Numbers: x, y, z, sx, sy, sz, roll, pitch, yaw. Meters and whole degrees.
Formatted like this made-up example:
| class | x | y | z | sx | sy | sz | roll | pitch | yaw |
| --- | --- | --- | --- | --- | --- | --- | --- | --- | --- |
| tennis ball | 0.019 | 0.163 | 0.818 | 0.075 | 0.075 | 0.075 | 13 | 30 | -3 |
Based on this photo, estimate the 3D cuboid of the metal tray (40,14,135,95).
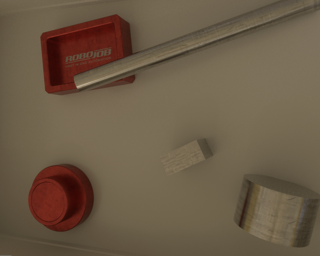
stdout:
| class | x | y | z | sx | sy | sz | roll | pitch | yaw |
| --- | --- | --- | --- | --- | --- | --- | --- | --- | --- |
| metal tray | -0.105 | -0.101 | 0.443 | 0.130 | 0.030 | 0.089 | -7 | 88 | 19 |

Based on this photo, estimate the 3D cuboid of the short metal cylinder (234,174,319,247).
| class | x | y | z | sx | sy | sz | roll | pitch | yaw |
| --- | --- | --- | --- | --- | --- | --- | --- | --- | --- |
| short metal cylinder | 0.126 | 0.086 | 0.337 | 0.080 | 0.080 | 0.050 | 14 | 95 | 19 |

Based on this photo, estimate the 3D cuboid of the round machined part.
| class | x | y | z | sx | sy | sz | roll | pitch | yaw |
| --- | --- | --- | --- | --- | --- | --- | --- | --- | --- |
| round machined part | -0.151 | 0.104 | 0.453 | 0.098 | 0.042 | 0.097 | 0 | 90 | 19 |

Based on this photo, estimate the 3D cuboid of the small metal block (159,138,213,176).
| class | x | y | z | sx | sy | sz | roll | pitch | yaw |
| --- | --- | --- | --- | --- | --- | --- | --- | --- | --- |
| small metal block | 0.034 | 0.035 | 0.385 | 0.050 | 0.050 | 0.025 | -26 | 82 | 18 |

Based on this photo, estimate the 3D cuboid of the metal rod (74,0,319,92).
| class | x | y | z | sx | sy | sz | roll | pitch | yaw |
| --- | --- | --- | --- | --- | --- | --- | --- | --- | --- |
| metal rod | 0.035 | -0.102 | 0.377 | 0.301 | 0.025 | 0.025 | -17 | 84 | 11 |
